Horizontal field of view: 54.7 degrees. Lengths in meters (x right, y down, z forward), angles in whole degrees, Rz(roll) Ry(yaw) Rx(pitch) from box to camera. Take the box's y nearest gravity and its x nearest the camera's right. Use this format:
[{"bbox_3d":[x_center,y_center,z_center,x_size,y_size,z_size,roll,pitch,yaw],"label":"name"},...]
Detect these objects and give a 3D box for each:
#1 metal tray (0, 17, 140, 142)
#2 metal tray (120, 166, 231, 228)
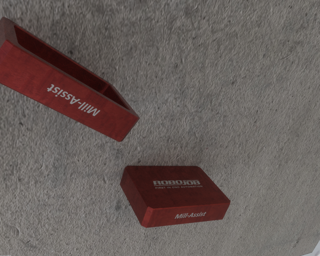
[{"bbox_3d":[-0.089,-0.043,0.289,0.131,0.090,0.030,31,101,-38],"label":"metal tray"},{"bbox_3d":[0.021,0.090,0.431,0.131,0.090,0.030,4,116,-31],"label":"metal tray"}]
